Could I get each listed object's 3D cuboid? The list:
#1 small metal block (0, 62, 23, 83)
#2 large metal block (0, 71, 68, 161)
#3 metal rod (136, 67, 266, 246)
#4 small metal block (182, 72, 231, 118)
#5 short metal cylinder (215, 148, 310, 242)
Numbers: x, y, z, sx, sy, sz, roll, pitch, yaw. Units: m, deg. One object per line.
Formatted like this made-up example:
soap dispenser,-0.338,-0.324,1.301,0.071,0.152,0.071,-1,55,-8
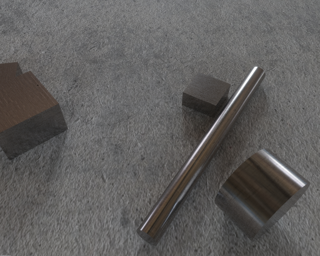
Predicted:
small metal block,-0.235,-0.070,0.459,0.050,0.025,0.050,-8,51,-7
large metal block,-0.180,-0.018,0.400,0.081,0.050,0.080,-32,57,-24
metal rod,0.068,0.013,0.392,0.025,0.025,0.301,26,55,20
small metal block,0.066,-0.048,0.445,0.050,0.025,0.050,25,54,19
short metal cylinder,0.102,0.067,0.313,0.081,0.080,0.050,-31,57,-23
